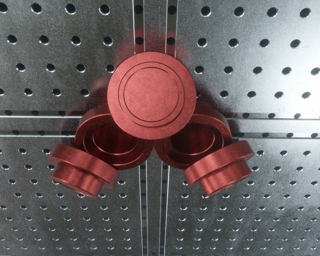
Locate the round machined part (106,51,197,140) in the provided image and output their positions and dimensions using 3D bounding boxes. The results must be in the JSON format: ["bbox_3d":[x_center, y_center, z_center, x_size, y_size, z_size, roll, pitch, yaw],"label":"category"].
[{"bbox_3d":[-0.009,-0.035,0.337,0.099,0.042,0.097,0,92,-1],"label":"round machined part"}]

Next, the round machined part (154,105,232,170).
[{"bbox_3d":[0.042,0.008,0.408,0.099,0.042,0.097,-1,130,0],"label":"round machined part"}]

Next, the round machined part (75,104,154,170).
[{"bbox_3d":[-0.057,0.007,0.405,0.099,0.042,0.097,-1,130,0],"label":"round machined part"}]

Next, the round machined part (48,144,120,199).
[{"bbox_3d":[-0.108,0.063,0.422,0.098,0.042,0.098,20,158,9],"label":"round machined part"}]

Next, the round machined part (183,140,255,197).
[{"bbox_3d":[0.084,0.058,0.416,0.099,0.042,0.098,-24,162,-8],"label":"round machined part"}]
